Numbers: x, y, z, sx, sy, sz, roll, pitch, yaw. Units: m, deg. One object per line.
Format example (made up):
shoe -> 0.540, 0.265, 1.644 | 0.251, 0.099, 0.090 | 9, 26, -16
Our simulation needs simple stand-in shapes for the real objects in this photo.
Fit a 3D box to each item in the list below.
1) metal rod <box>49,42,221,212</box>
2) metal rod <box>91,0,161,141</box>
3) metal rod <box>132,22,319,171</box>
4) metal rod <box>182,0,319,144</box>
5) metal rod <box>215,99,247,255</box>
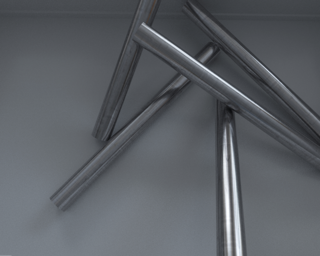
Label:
metal rod -> -0.023, -0.011, 0.413 | 0.025, 0.025, 0.301 | 41, 75, 13
metal rod -> -0.024, -0.124, 0.380 | 0.025, 0.025, 0.298 | 23, 101, 8
metal rod -> 0.099, -0.029, 0.375 | 0.301, 0.025, 0.025 | 34, 73, -7
metal rod -> 0.142, -0.069, 0.421 | 0.025, 0.025, 0.300 | -41, 80, -13
metal rod -> 0.071, 0.045, 0.323 | 0.025, 0.025, 0.300 | 8, 43, 3
